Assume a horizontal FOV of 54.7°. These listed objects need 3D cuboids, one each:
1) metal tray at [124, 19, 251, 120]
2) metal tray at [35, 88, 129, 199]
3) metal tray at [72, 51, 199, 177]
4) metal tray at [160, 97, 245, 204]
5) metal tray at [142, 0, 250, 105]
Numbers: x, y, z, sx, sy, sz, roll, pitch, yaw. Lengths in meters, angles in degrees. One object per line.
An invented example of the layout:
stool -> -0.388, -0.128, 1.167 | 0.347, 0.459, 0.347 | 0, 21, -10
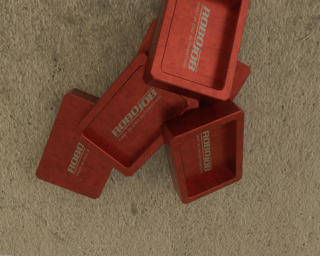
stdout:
metal tray -> 0.032, -0.066, 0.384 | 0.131, 0.030, 0.089 | 25, 108, -10
metal tray -> -0.100, 0.023, 0.415 | 0.090, 0.030, 0.129 | 23, 108, -9
metal tray -> -0.029, -0.015, 0.371 | 0.090, 0.030, 0.130 | 40, 105, -14
metal tray -> 0.056, 0.033, 0.385 | 0.091, 0.030, 0.129 | -22, 134, -10
metal tray -> 0.041, -0.100, 0.336 | 0.091, 0.030, 0.129 | 15, 82, -17
